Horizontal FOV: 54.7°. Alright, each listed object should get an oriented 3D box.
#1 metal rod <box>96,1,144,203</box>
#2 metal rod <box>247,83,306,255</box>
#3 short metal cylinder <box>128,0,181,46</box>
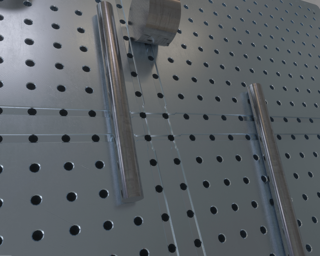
[{"bbox_3d":[-0.058,-0.052,0.408,0.025,0.025,0.299,3,61,-27],"label":"metal rod"},{"bbox_3d":[0.171,0.059,0.463,0.025,0.025,0.299,11,57,-22],"label":"metal rod"},{"bbox_3d":[-0.010,-0.168,0.470,0.050,0.080,0.080,2,61,-27],"label":"short metal cylinder"}]
